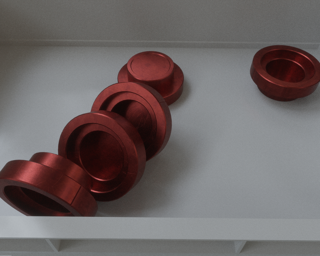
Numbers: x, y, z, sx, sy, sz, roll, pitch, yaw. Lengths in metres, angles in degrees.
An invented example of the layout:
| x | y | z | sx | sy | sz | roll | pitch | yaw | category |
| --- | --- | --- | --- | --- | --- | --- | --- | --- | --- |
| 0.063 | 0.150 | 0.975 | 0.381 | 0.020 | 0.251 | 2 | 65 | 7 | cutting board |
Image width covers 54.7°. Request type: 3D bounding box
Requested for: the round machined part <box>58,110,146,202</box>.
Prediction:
| x | y | z | sx | sy | sz | roll | pitch | yaw | category |
| --- | --- | --- | --- | --- | --- | --- | --- | --- | --- |
| -0.060 | 0.028 | 0.346 | 0.098 | 0.097 | 0.042 | 21 | 17 | 16 | round machined part |

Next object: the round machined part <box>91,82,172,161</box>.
| x | y | z | sx | sy | sz | roll | pitch | yaw | category |
| --- | --- | --- | --- | --- | --- | --- | --- | --- | --- |
| -0.032 | -0.007 | 0.376 | 0.098 | 0.097 | 0.042 | 22 | 15 | 16 | round machined part |

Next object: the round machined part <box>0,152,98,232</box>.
| x | y | z | sx | sy | sz | roll | pitch | yaw | category |
| --- | --- | --- | --- | --- | --- | --- | --- | --- | --- |
| -0.106 | 0.060 | 0.306 | 0.098 | 0.097 | 0.042 | 14 | 52 | 11 | round machined part |

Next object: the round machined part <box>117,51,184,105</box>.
| x | y | z | sx | sy | sz | roll | pitch | yaw | category |
| --- | --- | --- | --- | --- | --- | --- | --- | --- | --- |
| -0.014 | -0.077 | 0.459 | 0.099 | 0.042 | 0.098 | 0 | 50 | 0 | round machined part |

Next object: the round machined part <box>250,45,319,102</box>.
| x | y | z | sx | sy | sz | roll | pitch | yaw | category |
| --- | --- | --- | --- | --- | --- | --- | --- | --- | --- |
| 0.184 | -0.077 | 0.462 | 0.099 | 0.042 | 0.098 | 0 | 50 | 0 | round machined part |
